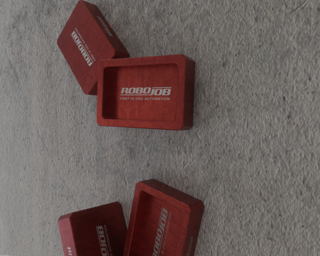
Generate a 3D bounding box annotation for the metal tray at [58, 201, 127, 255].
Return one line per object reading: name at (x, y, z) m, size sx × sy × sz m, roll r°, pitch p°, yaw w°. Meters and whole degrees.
metal tray at (-0.083, 0.176, 0.431) m, size 0.030 × 0.091 × 0.129 m, roll -25°, pitch 74°, yaw 37°

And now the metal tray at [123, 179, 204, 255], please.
metal tray at (0.000, 0.142, 0.401) m, size 0.090 × 0.030 × 0.129 m, roll 18°, pitch 101°, yaw 38°

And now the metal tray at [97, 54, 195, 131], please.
metal tray at (-0.022, -0.045, 0.403) m, size 0.130 × 0.030 × 0.089 m, roll 3°, pitch 92°, yaw 29°

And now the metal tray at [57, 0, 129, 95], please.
metal tray at (-0.111, -0.126, 0.493) m, size 0.090 × 0.030 × 0.130 m, roll -47°, pitch 62°, yaw 29°
